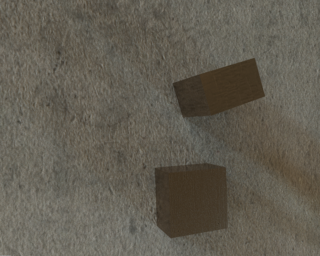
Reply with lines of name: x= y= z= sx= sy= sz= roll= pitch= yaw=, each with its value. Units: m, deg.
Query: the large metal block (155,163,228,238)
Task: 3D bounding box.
large metal block: x=0.041 y=0.092 z=0.412 sx=0.081 sy=0.050 sz=0.079 roll=-2 pitch=91 yaw=-20

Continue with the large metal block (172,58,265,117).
large metal block: x=0.074 y=-0.051 z=0.409 sx=0.081 sy=0.080 sz=0.050 roll=-19 pitch=97 yaw=-19
